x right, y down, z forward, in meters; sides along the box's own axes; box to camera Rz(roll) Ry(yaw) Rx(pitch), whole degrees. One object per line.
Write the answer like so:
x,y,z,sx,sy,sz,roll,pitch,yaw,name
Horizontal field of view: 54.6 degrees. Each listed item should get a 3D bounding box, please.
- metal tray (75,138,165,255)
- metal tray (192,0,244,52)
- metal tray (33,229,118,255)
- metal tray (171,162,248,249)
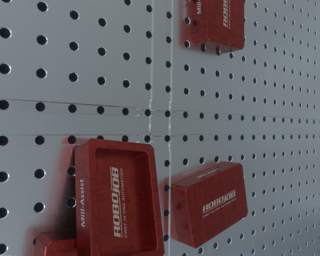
-0.044,0.081,0.343,0.091,0.030,0.130,9,67,-40,metal tray
0.092,-0.190,0.481,0.091,0.030,0.129,-1,90,-40,metal tray
-0.091,0.179,0.329,0.091,0.030,0.129,12,83,-39,metal tray
0.080,0.111,0.472,0.131,0.030,0.090,-14,99,-39,metal tray
